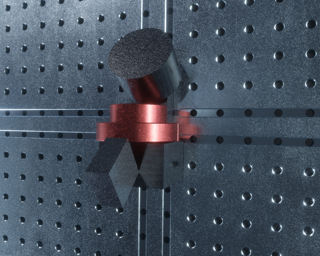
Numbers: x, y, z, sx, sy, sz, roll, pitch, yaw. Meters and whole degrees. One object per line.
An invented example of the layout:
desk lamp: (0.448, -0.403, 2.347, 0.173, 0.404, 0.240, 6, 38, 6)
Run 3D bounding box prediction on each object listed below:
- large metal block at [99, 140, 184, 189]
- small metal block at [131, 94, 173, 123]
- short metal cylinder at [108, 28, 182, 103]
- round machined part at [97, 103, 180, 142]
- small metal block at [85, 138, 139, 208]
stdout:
large metal block: (-0.020, 0.041, 0.389, 0.080, 0.080, 0.050, 1, 91, 19)
small metal block: (-0.010, -0.031, 0.414, 0.050, 0.025, 0.050, 1, 90, 19)
short metal cylinder: (-0.017, -0.078, 0.387, 0.080, 0.050, 0.080, -8, 58, 14)
round machined part: (-0.026, -0.007, 0.371, 0.098, 0.098, 0.042, 1, 91, 19)
small metal block: (-0.047, 0.045, 0.318, 0.025, 0.050, 0.050, 1, 129, 19)
